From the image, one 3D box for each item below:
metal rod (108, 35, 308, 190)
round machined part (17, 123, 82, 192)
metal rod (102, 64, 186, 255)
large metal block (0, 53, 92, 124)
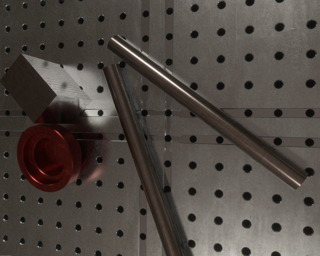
[{"bbox_3d":[0.049,-0.029,0.394,0.300,0.025,0.025,39,102,15],"label":"metal rod"},{"bbox_3d":[-0.154,0.040,0.451,0.098,0.042,0.097,4,101,21],"label":"round machined part"},{"bbox_3d":[-0.019,0.055,0.418,0.025,0.025,0.299,-22,83,18],"label":"metal rod"},{"bbox_3d":[-0.158,-0.052,0.437,0.050,0.080,0.080,-46,76,14],"label":"large metal block"}]
